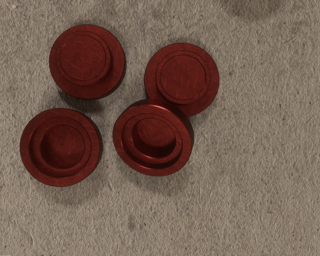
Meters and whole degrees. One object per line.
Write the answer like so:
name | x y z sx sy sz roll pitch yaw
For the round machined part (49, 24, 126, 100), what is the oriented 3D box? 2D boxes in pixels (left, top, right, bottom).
round machined part | -0.095 -0.086 0.400 0.099 0.042 0.097 0 90 -1

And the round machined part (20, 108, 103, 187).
round machined part | -0.123 0.024 0.400 0.099 0.042 0.097 0 90 -1

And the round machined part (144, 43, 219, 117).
round machined part | 0.028 -0.063 0.402 0.099 0.042 0.097 0 90 -1

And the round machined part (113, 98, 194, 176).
round machined part | -0.006 0.008 0.388 0.098 0.042 0.097 6 117 13
